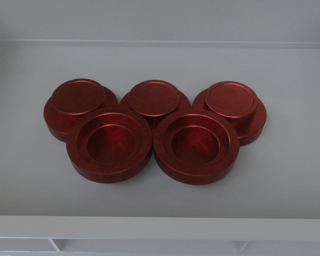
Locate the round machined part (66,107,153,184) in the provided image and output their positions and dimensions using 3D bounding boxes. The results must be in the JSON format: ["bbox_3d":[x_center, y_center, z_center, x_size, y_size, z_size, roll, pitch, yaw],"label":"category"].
[{"bbox_3d":[-0.057,0.024,0.371,0.099,0.042,0.098,0,50,0],"label":"round machined part"}]

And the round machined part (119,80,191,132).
[{"bbox_3d":[-0.007,-0.027,0.414,0.099,0.042,0.098,0,49,0],"label":"round machined part"}]

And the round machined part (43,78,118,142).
[{"bbox_3d":[-0.105,-0.029,0.414,0.099,0.042,0.098,1,49,-1],"label":"round machined part"}]

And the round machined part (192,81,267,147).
[{"bbox_3d":[0.092,-0.025,0.412,0.099,0.042,0.098,0,49,0],"label":"round machined part"}]

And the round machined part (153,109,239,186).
[{"bbox_3d":[0.041,0.026,0.370,0.099,0.042,0.098,0,50,0],"label":"round machined part"}]
